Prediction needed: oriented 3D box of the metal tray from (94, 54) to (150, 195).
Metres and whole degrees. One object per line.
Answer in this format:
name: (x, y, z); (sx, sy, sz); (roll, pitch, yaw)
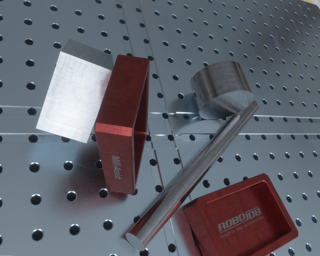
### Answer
metal tray: (-0.034, 0.002, 0.320); (0.030, 0.129, 0.090); (9, 55, 2)

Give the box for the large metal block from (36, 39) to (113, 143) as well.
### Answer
large metal block: (-0.088, -0.042, 0.331); (0.050, 0.079, 0.080); (19, 19, -17)

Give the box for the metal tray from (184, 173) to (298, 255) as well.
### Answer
metal tray: (0.104, 0.117, 0.389); (0.131, 0.030, 0.090); (-11, 67, -33)

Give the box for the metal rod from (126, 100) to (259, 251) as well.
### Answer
metal rod: (0.063, 0.041, 0.416); (0.025, 0.025, 0.302); (46, 51, 4)

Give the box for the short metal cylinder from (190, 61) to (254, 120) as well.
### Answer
short metal cylinder: (0.089, -0.053, 0.453); (0.081, 0.080, 0.050); (-1, 62, -29)
